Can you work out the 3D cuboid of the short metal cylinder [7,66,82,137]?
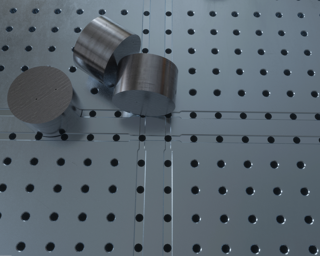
[{"bbox_3d":[-0.149,-0.034,0.409,0.081,0.050,0.080,0,70,0],"label":"short metal cylinder"}]

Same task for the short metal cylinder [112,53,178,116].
[{"bbox_3d":[-0.018,-0.053,0.402,0.080,0.080,0.050,5,70,1],"label":"short metal cylinder"}]

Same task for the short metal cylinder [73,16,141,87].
[{"bbox_3d":[-0.070,-0.102,0.419,0.050,0.080,0.080,34,73,11],"label":"short metal cylinder"}]
